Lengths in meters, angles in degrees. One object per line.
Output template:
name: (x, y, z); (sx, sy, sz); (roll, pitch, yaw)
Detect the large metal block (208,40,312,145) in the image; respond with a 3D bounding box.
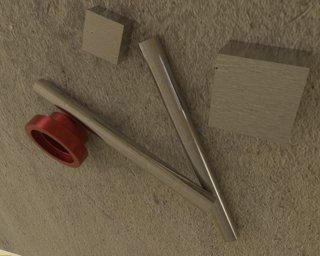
large metal block: (0.099, -0.038, 0.314); (0.080, 0.050, 0.079); (15, 124, 19)

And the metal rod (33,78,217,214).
metal rod: (-0.056, 0.018, 0.428); (0.300, 0.025, 0.025); (34, 129, 12)

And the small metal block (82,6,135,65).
small metal block: (-0.062, -0.111, 0.370); (0.050, 0.025, 0.050); (26, 128, 11)

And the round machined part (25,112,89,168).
round machined part: (-0.148, 0.014, 0.466); (0.098, 0.042, 0.098); (24, 149, 16)

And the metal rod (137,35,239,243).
metal rod: (0.044, 0.028, 0.399); (0.025, 0.025, 0.299); (-12, 113, 33)
